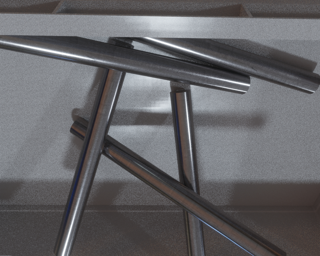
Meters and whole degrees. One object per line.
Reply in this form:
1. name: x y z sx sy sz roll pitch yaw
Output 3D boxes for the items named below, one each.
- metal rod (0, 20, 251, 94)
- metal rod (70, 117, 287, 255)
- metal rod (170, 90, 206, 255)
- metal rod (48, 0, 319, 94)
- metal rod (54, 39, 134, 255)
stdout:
1. metal rod: -0.041 -0.070 0.313 0.302 0.025 0.025 7 131 -21
2. metal rod: 0.015 0.076 0.385 0.301 0.025 0.025 33 128 9
3. metal rod: 0.042 0.099 0.411 0.025 0.025 0.298 -6 104 4
4. metal rod: 0.038 -0.088 0.335 0.302 0.025 0.025 14 129 -12
5. metal rod: -0.088 0.040 0.382 0.025 0.025 0.298 15 110 -13
